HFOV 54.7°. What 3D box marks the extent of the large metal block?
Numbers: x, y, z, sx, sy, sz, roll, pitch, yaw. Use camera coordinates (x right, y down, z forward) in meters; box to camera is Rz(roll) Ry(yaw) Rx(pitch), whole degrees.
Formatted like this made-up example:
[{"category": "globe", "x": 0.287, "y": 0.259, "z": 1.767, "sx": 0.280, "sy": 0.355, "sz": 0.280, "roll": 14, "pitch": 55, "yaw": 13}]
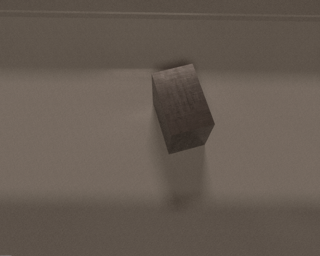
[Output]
[{"category": "large metal block", "x": 0.025, "y": -0.021, "z": 0.388, "sx": 0.050, "sy": 0.080, "sz": 0.080, "roll": -15, "pitch": 71, "yaw": -6}]
